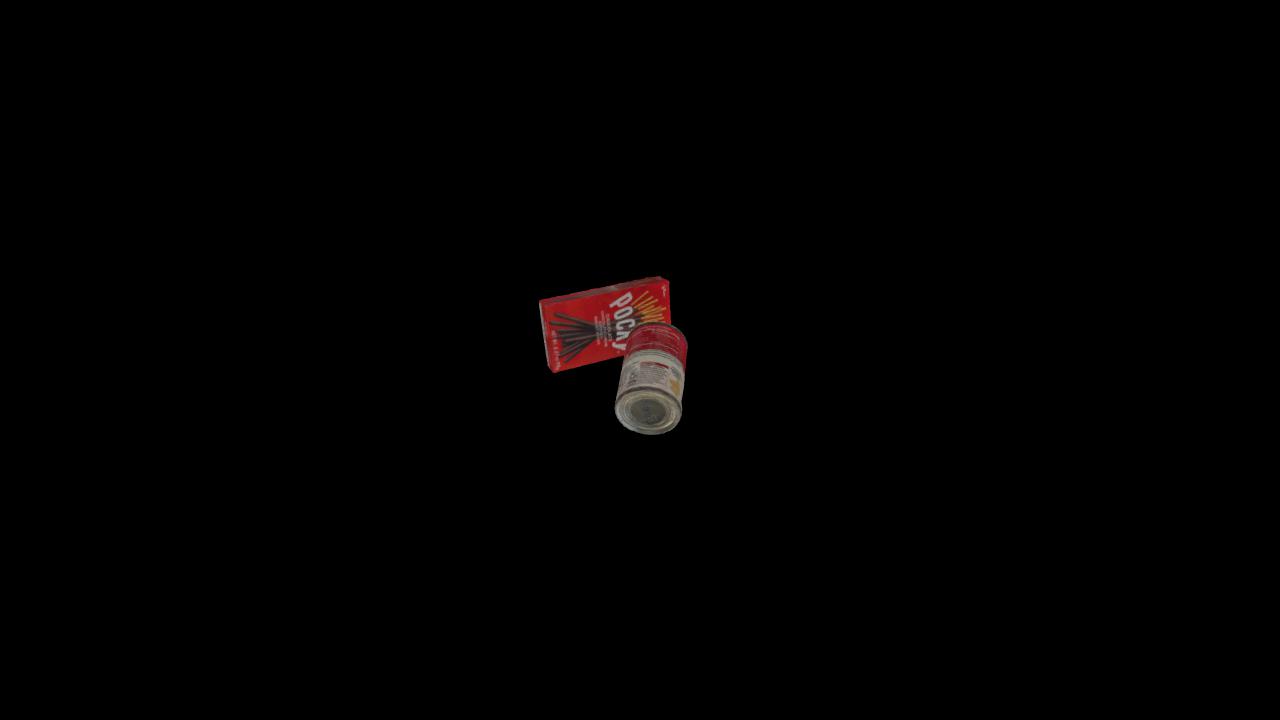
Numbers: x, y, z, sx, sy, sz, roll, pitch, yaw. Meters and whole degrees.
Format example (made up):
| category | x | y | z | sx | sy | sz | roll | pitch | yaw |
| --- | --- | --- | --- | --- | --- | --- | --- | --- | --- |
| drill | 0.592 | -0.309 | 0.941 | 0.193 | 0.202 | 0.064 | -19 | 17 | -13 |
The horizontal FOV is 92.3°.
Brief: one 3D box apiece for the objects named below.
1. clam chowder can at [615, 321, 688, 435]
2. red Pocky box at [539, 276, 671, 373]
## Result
| category | x | y | z | sx | sy | sz | roll | pitch | yaw |
| --- | --- | --- | --- | --- | --- | --- | --- | --- | --- |
| clam chowder can | 0.013 | 0.018 | 0.631 | 0.068 | 0.068 | 0.102 | 0 | 42 | 9 |
| red Pocky box | -0.036 | -0.043 | 0.714 | 0.155 | 0.083 | 0.028 | -15 | 25 | -21 |
